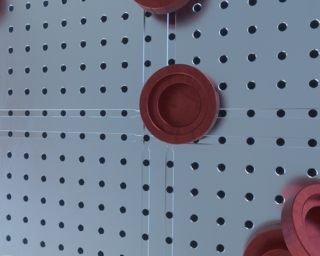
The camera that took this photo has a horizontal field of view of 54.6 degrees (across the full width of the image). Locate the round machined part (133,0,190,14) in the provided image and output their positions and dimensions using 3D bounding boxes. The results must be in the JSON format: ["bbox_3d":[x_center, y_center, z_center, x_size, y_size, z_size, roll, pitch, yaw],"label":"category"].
[{"bbox_3d":[0.007,-0.196,0.402,0.098,0.042,0.097,0,90,20],"label":"round machined part"}]

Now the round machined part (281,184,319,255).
[{"bbox_3d":[0.171,0.112,0.324,0.098,0.099,0.042,42,144,15],"label":"round machined part"}]

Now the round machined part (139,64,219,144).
[{"bbox_3d":[0.027,-0.029,0.394,0.098,0.042,0.097,0,90,20],"label":"round machined part"}]

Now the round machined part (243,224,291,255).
[{"bbox_3d":[0.143,0.164,0.353,0.098,0.042,0.097,0,90,20],"label":"round machined part"}]
